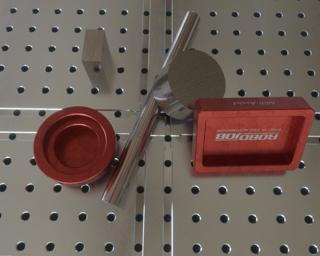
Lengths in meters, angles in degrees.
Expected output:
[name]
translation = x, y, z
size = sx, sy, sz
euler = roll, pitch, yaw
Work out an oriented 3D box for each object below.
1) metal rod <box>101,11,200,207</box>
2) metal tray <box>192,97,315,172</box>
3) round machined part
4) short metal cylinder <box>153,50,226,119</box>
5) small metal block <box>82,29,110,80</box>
[metal rod]
translation = -0.005, -0.039, 0.425
size = 0.025, 0.025, 0.300
euler = 21, 71, 7
[metal tray]
translation = 0.107, 0.009, 0.375
size = 0.131, 0.089, 0.030
euler = -1, 33, -1
[round machined part]
translation = -0.103, 0.025, 0.392
size = 0.099, 0.042, 0.098
euler = 0, 70, -1
[short metal cylinder]
translation = 0.037, -0.055, 0.404
size = 0.081, 0.050, 0.080
euler = 4, 78, -22
[small metal block]
translation = -0.089, -0.102, 0.435
size = 0.025, 0.050, 0.050
euler = 1, 70, 0
